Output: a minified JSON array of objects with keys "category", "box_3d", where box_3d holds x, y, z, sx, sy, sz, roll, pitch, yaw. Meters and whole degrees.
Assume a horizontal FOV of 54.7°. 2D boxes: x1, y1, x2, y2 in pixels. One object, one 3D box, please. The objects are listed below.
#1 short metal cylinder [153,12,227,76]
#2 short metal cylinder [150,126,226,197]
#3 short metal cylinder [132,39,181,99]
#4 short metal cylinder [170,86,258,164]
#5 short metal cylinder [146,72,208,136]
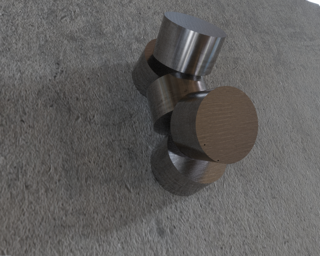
[{"category":"short metal cylinder","box_3d":[0.036,-0.107,0.391,0.081,0.050,0.080,15,32,-9]},{"category":"short metal cylinder","box_3d":[0.034,0.039,0.384,0.081,0.050,0.080,14,56,-21]},{"category":"short metal cylinder","box_3d":[0.006,-0.080,0.442,0.081,0.050,0.080,14,56,-21]},{"category":"short metal cylinder","box_3d":[0.059,-0.003,0.338,0.081,0.050,0.080,0,90,-27]},{"category":"short metal cylinder","box_3d":[0.026,-0.030,0.403,0.081,0.080,0.050,1,61,-28]}]
